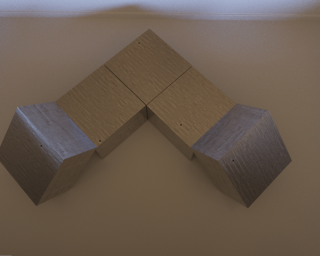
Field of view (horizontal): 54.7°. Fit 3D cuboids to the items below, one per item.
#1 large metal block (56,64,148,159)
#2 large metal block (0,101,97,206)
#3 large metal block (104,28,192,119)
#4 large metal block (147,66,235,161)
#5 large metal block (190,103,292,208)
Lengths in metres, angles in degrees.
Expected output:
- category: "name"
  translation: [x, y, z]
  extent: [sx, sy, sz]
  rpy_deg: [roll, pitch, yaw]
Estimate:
- category: "large metal block"
  translation: [-0.074, -0.020, 0.401]
  extent: [0.080, 0.050, 0.080]
  rpy_deg: [-42, 76, -14]
- category: "large metal block"
  translation: [-0.133, 0.028, 0.360]
  extent: [0.080, 0.050, 0.080]
  rpy_deg: [44, 118, 14]
- category: "large metal block"
  translation: [-0.015, -0.073, 0.421]
  extent: [0.080, 0.050, 0.080]
  rpy_deg: [-42, 76, -14]
- category: "large metal block"
  translation: [0.041, -0.018, 0.401]
  extent: [0.080, 0.050, 0.080]
  rpy_deg: [-42, 76, -14]
- category: "large metal block"
  translation: [0.096, 0.030, 0.361]
  extent: [0.080, 0.050, 0.080]
  rpy_deg: [-42, 119, -14]
